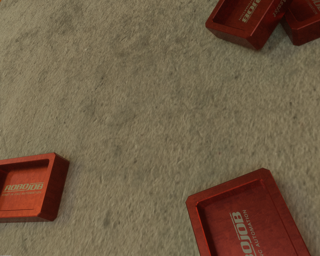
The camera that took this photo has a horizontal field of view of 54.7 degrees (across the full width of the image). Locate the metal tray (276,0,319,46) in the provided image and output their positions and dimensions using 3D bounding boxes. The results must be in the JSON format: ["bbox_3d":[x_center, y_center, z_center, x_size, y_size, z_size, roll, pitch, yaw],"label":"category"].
[{"bbox_3d":[0.196,-0.176,0.405,0.090,0.030,0.130,-21,54,15],"label":"metal tray"}]

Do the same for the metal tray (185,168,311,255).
[{"bbox_3d":[0.085,0.112,0.286,0.090,0.030,0.130,-24,53,13],"label":"metal tray"}]

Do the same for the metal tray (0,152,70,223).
[{"bbox_3d":[-0.201,0.088,0.449,0.130,0.030,0.090,-9,58,23],"label":"metal tray"}]

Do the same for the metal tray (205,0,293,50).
[{"bbox_3d":[0.128,-0.175,0.407,0.129,0.030,0.090,-58,41,7],"label":"metal tray"}]
